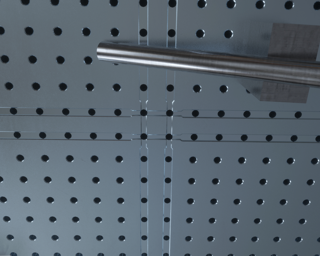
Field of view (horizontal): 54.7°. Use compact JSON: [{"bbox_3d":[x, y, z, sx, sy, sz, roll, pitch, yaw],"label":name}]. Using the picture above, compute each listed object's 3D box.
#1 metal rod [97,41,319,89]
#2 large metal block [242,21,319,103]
[{"bbox_3d":[0.066,-0.066,0.323,0.301,0.025,0.025,11,112,22],"label":"metal rod"},{"bbox_3d":[0.134,-0.079,0.356,0.050,0.080,0.079,3,110,-1],"label":"large metal block"}]
